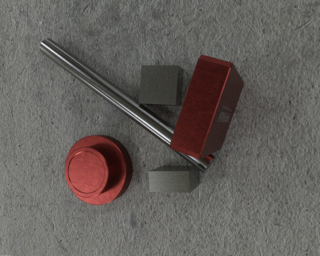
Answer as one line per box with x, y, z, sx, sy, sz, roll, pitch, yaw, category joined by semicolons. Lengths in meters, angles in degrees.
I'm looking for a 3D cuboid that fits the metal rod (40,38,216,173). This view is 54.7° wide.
-0.055;-0.039;0.424;0.300;0.025;0.025;36;101;17;metal rod

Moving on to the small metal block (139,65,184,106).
0.002;-0.055;0.408;0.050;0.025;0.050;4;91;19;small metal block

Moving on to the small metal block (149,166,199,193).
0.019;0.063;0.388;0.050;0.050;0.025;-3;90;20;small metal block

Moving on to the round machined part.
-0.092;0.059;0.431;0.098;0.042;0.097;0;90;19;round machined part

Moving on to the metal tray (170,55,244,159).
0.056;-0.019;0.333;0.030;0.130;0.089;20;97;18;metal tray
